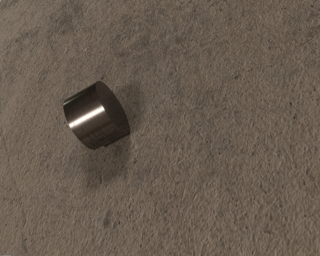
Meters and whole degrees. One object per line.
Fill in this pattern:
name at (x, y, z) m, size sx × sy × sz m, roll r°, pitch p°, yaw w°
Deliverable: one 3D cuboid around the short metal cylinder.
short metal cylinder at (-0.085, -0.017, 0.422) m, size 0.050 × 0.080 × 0.080 m, roll -28°, pitch 52°, yaw 10°
